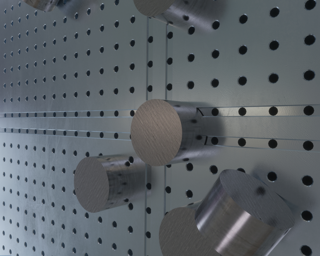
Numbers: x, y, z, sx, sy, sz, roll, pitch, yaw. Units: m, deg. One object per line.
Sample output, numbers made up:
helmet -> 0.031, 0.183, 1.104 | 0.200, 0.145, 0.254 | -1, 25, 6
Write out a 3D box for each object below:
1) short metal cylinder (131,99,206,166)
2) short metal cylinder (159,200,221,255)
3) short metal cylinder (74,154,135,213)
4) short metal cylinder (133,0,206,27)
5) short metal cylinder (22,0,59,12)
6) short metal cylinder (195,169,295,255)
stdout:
short metal cylinder -> 0.010, 0.005, 0.385 | 0.080, 0.050, 0.079 | 0, 90, 40
short metal cylinder -> 0.046, 0.126, 0.355 | 0.080, 0.050, 0.079 | 0, 90, 40
short metal cylinder -> -0.083, 0.081, 0.462 | 0.080, 0.050, 0.079 | 0, 90, 40
short metal cylinder -> 0.012, -0.172, 0.383 | 0.080, 0.050, 0.079 | 0, 90, 40
short metal cylinder -> -0.213, -0.255, 0.550 | 0.050, 0.081, 0.080 | -42, 65, 32
short metal cylinder -> 0.082, 0.086, 0.306 | 0.080, 0.081, 0.050 | 42, 116, 32
